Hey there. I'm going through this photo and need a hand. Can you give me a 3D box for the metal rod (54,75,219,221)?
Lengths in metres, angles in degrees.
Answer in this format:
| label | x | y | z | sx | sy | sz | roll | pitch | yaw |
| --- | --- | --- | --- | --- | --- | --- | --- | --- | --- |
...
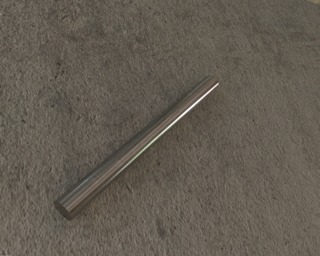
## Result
| label | x | y | z | sx | sy | sz | roll | pitch | yaw |
| --- | --- | --- | --- | --- | --- | --- | --- | --- | --- |
| metal rod | -0.007 | 0.005 | 0.399 | 0.025 | 0.025 | 0.302 | 46 | 51 | 4 |
